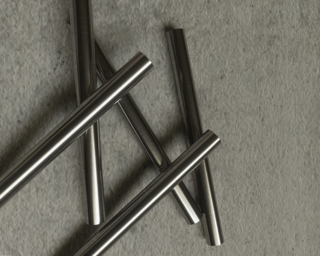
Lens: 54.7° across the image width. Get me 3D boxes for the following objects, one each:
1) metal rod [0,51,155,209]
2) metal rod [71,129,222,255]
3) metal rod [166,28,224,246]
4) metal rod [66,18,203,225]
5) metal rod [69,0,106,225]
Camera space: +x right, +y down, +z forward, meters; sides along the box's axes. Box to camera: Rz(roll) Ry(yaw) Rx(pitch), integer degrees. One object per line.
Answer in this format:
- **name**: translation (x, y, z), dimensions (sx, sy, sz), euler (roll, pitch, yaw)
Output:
- **metal rod**: translation (-0.124, 0.027, 0.333), dimensions (0.300, 0.025, 0.025), euler (-43, 104, -4)
- **metal rod**: translation (-0.040, 0.110, 0.376), dimensions (0.301, 0.025, 0.025), euler (-42, 104, -9)
- **metal rod**: translation (0.049, 0.016, 0.428), dimensions (0.025, 0.025, 0.298), euler (-13, 95, -20)
- **metal rod**: translation (-0.027, -0.001, 0.399), dimensions (0.025, 0.025, 0.299), euler (-34, 101, -17)
- **metal rod**: translation (-0.085, -0.034, 0.360), dimensions (0.025, 0.025, 0.298), euler (-5, 99, -20)
